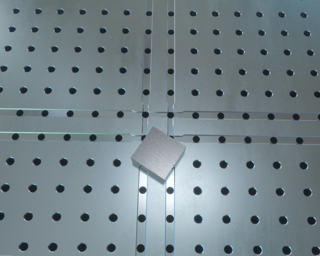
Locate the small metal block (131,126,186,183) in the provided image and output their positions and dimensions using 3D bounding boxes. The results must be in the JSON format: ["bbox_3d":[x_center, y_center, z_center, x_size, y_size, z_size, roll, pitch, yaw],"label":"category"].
[{"bbox_3d":[-0.002,0.034,0.399,0.050,0.025,0.050,32,73,11],"label":"small metal block"}]
